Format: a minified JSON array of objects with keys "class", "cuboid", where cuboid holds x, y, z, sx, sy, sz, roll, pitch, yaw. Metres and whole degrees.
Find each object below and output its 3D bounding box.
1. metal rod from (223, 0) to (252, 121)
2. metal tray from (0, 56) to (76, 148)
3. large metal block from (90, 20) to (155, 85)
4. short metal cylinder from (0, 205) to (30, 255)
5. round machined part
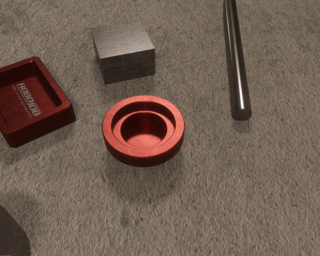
[{"class":"metal rod","cuboid":[0.125,-0.132,0.515,0.025,0.025,0.300,4,50,3]},{"class":"metal tray","cuboid":[-0.187,-0.042,0.432,0.091,0.030,0.130,-27,56,-22]},{"class":"large metal block","cuboid":[-0.058,-0.120,0.487,0.081,0.050,0.080,-14,52,-12]},{"class":"short metal cylinder","cuboid":[-0.171,0.115,0.288,0.081,0.050,0.080,0,50,0]},{"class":"round machined part","cuboid":[-0.019,0.008,0.385,0.099,0.042,0.098,0,50,0]}]
